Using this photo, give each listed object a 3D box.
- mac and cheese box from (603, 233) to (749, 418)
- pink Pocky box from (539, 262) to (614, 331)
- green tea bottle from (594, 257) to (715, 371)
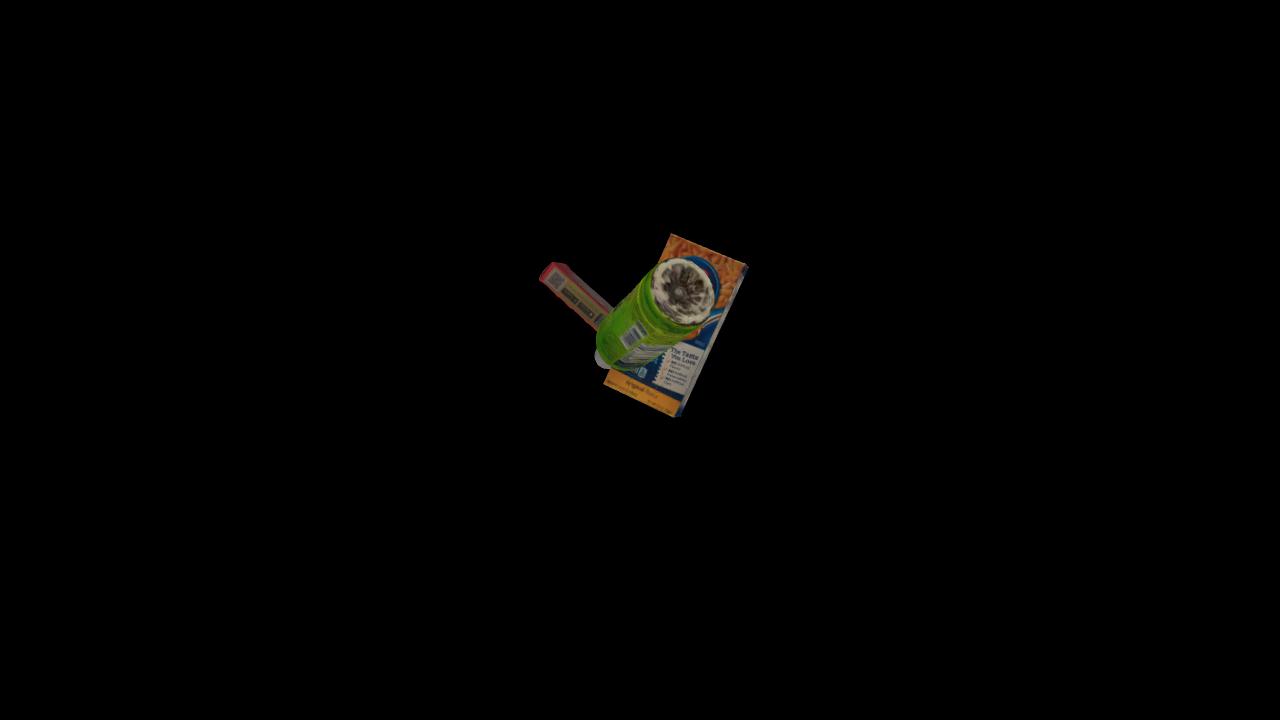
[{"bbox_3d":[0.039,-0.037,0.684,0.093,0.184,0.041,25,5,16],"label":"mac and cheese box"},{"bbox_3d":[-0.048,-0.056,0.733,0.155,0.029,0.084,42,7,-4],"label":"pink Pocky box"},{"bbox_3d":[-0.001,-0.032,0.641,0.073,0.073,0.212,0,-17,-26],"label":"green tea bottle"}]
